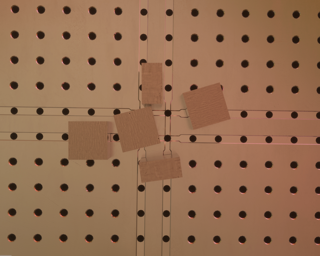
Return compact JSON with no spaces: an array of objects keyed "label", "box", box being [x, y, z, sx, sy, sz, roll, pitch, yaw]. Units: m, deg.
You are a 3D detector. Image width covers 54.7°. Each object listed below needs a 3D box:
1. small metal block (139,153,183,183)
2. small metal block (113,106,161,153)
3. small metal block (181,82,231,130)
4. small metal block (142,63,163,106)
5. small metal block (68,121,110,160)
[{"label":"small metal block","box":[0.001,0.051,0.401,0.050,0.050,0.025,-8,90,0]},{"label":"small metal block","box":[-0.030,0.002,0.413,0.050,0.025,0.050,-14,90,-1]},{"label":"small metal block","box":[0.061,-0.028,0.414,0.050,0.025,0.050,-16,90,-1]},{"label":"small metal block","box":[-0.010,-0.054,0.401,0.025,0.050,0.050,0,90,0]},{"label":"small metal block","box":[-0.093,0.016,0.412,0.050,0.025,0.050,0,90,-1]}]
